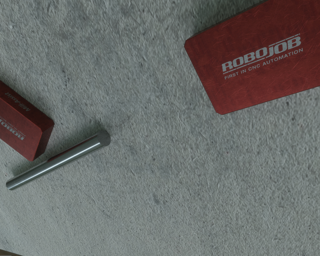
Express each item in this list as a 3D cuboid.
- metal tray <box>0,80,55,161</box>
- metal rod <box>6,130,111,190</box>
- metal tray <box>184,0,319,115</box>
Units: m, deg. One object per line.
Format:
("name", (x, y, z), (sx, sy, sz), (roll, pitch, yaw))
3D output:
("metal tray", (-0.248, -0.013, 0.523), (0.130, 0.030, 0.089), (37, 129, 3))
("metal rod", (-0.192, 0.065, 0.545), (0.299, 0.025, 0.025), (-25, 105, 36))
("metal tray", (0.100, -0.073, 0.305), (0.130, 0.030, 0.090), (-17, 110, 34))
